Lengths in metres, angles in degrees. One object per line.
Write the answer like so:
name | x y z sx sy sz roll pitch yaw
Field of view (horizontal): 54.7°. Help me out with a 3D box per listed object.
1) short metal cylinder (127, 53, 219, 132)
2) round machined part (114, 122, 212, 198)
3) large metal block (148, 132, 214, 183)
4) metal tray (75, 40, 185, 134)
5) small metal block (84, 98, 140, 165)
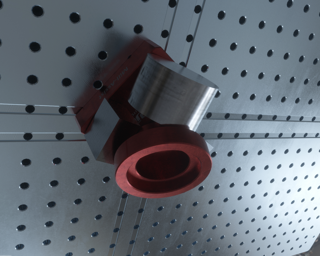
short metal cylinder | 0.013 -0.037 0.322 0.081 0.080 0.050 14 111 -34
round machined part | 0.001 0.030 0.324 0.099 0.042 0.097 -6 138 -5
large metal block | 0.019 0.033 0.404 0.080 0.050 0.080 -47 160 4
metal tray | -0.026 -0.029 0.378 0.130 0.030 0.090 -47 130 4
small metal block | -0.052 0.003 0.329 0.025 0.050 0.050 21 107 -36
